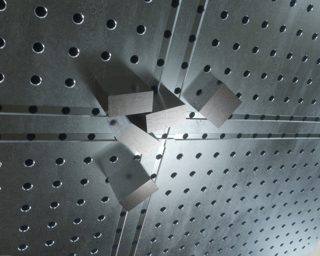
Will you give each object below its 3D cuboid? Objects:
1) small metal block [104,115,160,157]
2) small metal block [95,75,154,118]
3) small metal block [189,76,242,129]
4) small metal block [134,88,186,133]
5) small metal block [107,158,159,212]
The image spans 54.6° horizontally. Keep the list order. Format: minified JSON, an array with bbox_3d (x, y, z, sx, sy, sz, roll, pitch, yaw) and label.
[{"bbox_3d":[-0.034,0.003,0.378,0.025,0.050,0.050,-49,129,7],"label":"small metal block"},{"bbox_3d":[-0.041,-0.037,0.349,0.050,0.050,0.025,-10,123,-23],"label":"small metal block"},{"bbox_3d":[0.078,-0.035,0.432,0.050,0.025,0.050,-49,129,7],"label":"small metal block"},{"bbox_3d":[-0.003,-0.023,0.379,0.050,0.050,0.025,-16,125,-19],"label":"small metal block"},{"bbox_3d":[-0.037,0.076,0.421,0.050,0.050,0.025,-36,129,-5],"label":"small metal block"}]
